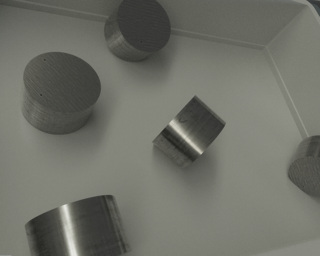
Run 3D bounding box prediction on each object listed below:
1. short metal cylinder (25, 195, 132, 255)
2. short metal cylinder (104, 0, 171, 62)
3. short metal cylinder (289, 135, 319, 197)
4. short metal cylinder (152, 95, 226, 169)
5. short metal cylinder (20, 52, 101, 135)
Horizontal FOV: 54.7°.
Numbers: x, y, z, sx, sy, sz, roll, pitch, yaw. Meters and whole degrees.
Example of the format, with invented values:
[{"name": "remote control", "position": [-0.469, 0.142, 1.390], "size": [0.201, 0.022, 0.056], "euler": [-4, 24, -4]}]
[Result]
[{"name": "short metal cylinder", "position": [-0.071, 0.098, 0.272], "size": [0.081, 0.080, 0.050], "euler": [-9, 67, -32]}, {"name": "short metal cylinder", "position": [-0.032, -0.139, 0.439], "size": [0.081, 0.050, 0.080], "euler": [3, 84, -29]}, {"name": "short metal cylinder", "position": [0.242, 0.058, 0.465], "size": [0.080, 0.080, 0.050], "euler": [42, 51, 0]}, {"name": "short metal cylinder", "position": [0.036, 0.005, 0.386], "size": [0.050, 0.080, 0.080], "euler": [43, 51, 1]}, {"name": "short metal cylinder", "position": [-0.113, -0.039, 0.352], "size": [0.081, 0.050, 0.080], "euler": [14, 56, -21]}]
